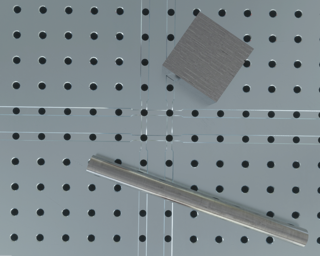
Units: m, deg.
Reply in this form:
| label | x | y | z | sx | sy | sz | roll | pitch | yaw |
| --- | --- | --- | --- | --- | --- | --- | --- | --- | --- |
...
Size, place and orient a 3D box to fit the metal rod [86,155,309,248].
| label | x | y | z | sx | sy | sz | roll | pitch | yaw |
| --- | --- | --- | --- | --- | --- | --- | --- | --- | --- |
| metal rod | 0.049 | 0.097 | 0.413 | 0.301 | 0.025 | 0.025 | 19 | 90 | 0 |

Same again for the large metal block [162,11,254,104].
| label | x | y | z | sx | sy | sz | roll | pitch | yaw |
| --- | --- | --- | --- | --- | --- | --- | --- | --- | --- |
| large metal block | 0.059 | -0.086 | 0.401 | 0.080 | 0.050 | 0.080 | 35 | 90 | 0 |
